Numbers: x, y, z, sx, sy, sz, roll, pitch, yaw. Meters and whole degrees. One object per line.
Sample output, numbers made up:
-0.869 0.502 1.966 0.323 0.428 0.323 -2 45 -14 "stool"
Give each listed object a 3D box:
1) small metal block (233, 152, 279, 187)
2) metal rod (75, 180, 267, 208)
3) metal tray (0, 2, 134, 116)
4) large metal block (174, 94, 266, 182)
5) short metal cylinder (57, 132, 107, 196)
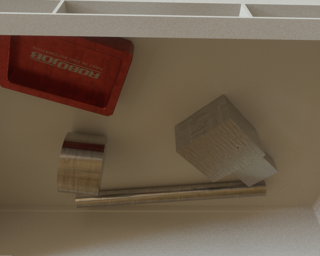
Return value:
0.137 0.055 0.458 0.050 0.025 0.050 -35 122 26 "small metal block"
0.016 0.107 0.500 0.302 0.025 0.025 -4 130 3 "metal rod"
-0.104 -0.071 0.343 0.131 0.030 0.089 16 128 -14 "metal tray"
0.077 0.016 0.408 0.080 0.050 0.080 -34 123 25 "large metal block"
-0.101 0.048 0.412 0.050 0.080 0.079 8 130 -7 "short metal cylinder"
